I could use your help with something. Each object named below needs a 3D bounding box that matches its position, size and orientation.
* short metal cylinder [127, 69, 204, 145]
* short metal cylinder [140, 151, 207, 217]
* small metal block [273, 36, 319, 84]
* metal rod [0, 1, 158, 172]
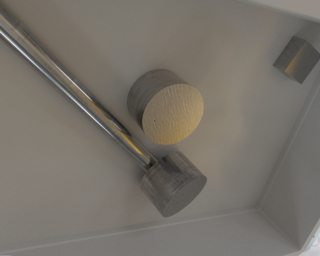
[{"bbox_3d":[0.006,-0.026,0.381,0.081,0.050,0.079,-14,125,-21],"label":"short metal cylinder"},{"bbox_3d":[0.019,0.079,0.437,0.080,0.050,0.080,-32,149,-21],"label":"short metal cylinder"},{"bbox_3d":[0.205,-0.100,0.461,0.050,0.025,0.050,22,106,-37],"label":"small metal block"},{"bbox_3d":[-0.089,-0.035,0.339,0.025,0.025,0.300,-41,130,0],"label":"metal rod"}]
